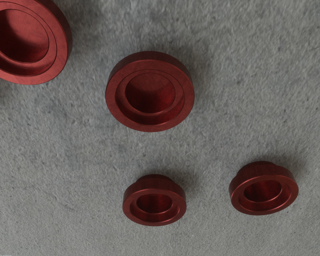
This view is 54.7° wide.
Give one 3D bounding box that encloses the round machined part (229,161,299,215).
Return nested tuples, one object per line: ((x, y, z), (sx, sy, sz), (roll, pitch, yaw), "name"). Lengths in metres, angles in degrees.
((0.154, 0.088, 0.474), (0.099, 0.042, 0.097), (-1, 130, 0), "round machined part")

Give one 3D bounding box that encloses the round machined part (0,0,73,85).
((-0.138, -0.096, 0.312), (0.099, 0.042, 0.097), (-1, 130, 0), "round machined part")

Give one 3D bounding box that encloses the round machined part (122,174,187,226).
((-0.008, 0.111, 0.490), (0.099, 0.042, 0.097), (-1, 130, 0), "round machined part")

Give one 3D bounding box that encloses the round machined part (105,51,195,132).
((-0.011, -0.045, 0.358), (0.099, 0.042, 0.097), (-1, 130, 0), "round machined part")
